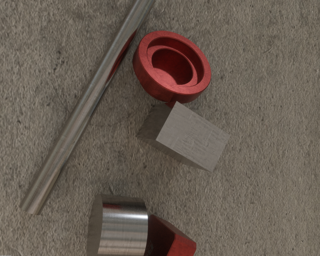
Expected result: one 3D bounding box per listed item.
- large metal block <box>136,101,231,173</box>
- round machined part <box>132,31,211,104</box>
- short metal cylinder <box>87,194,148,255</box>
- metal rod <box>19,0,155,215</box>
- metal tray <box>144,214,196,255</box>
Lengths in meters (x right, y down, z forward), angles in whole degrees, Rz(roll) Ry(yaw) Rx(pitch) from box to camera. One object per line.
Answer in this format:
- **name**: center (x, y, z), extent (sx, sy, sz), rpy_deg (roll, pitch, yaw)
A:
- **large metal block**: center (0.026, 0.011, 0.390), extent (0.080, 0.080, 0.050), rpy_deg (31, 80, -18)
- **round machined part**: center (0.012, -0.072, 0.391), extent (0.099, 0.042, 0.098), rpy_deg (13, 57, -20)
- **short metal cylinder**: center (-0.052, 0.120, 0.362), extent (0.050, 0.080, 0.080), rpy_deg (10, 87, -20)
- **metal rod**: center (-0.083, -0.038, 0.378), extent (0.025, 0.025, 0.299), rpy_deg (30, 80, -18)
- **metal tray**: center (-0.014, 0.179, 0.370), extent (0.030, 0.090, 0.130), rpy_deg (31, 80, -18)
